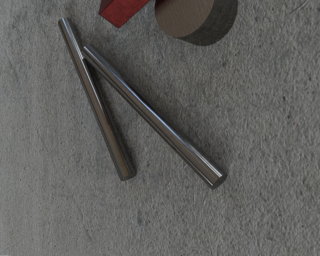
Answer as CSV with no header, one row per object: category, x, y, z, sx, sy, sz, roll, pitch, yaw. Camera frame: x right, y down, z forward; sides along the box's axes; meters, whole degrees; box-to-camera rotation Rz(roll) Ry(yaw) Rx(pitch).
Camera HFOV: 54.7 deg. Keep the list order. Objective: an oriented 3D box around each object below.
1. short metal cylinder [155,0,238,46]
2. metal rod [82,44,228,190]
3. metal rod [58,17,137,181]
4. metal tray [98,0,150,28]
short metal cylinder,0.041,-0.139,0.355,0.080,0.050,0.080,0,90,40
metal rod,-0.024,-0.032,0.424,0.300,0.025,0.025,45,117,30
metal rod,-0.105,-0.057,0.491,0.025,0.025,0.299,-39,66,33
metal tray,-0.031,-0.199,0.390,0.090,0.030,0.130,-29,45,37
